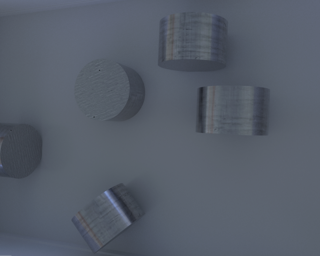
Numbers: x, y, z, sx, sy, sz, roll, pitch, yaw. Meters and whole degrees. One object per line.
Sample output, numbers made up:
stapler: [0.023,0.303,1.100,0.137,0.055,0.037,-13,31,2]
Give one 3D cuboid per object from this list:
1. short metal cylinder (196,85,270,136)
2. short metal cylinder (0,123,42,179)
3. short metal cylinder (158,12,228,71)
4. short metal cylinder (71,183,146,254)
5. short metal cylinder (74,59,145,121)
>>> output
short metal cylinder: [0.082,-0.019,0.352,0.080,0.080,0.050,3,91,19]
short metal cylinder: [-0.223,0.032,0.458,0.050,0.080,0.079,3,91,20]
short metal cylinder: [0.039,-0.098,0.367,0.080,0.080,0.050,3,91,19]
short metal cylinder: [-0.066,0.117,0.403,0.080,0.080,0.050,-42,77,15]
short metal cylinder: [-0.067,-0.049,0.420,0.080,0.050,0.079,0,90,19]
